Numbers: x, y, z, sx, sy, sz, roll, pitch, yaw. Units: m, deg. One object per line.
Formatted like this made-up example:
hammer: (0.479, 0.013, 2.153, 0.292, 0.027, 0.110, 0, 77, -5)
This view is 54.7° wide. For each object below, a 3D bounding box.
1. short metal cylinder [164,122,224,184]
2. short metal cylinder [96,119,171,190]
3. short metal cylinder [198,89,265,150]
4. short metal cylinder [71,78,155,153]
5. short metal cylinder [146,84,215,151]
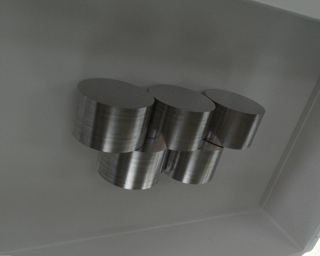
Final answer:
short metal cylinder: (0.040, 0.030, 0.411, 0.081, 0.080, 0.050, 1, 118, -29)
short metal cylinder: (-0.032, 0.029, 0.371, 0.081, 0.080, 0.050, 1, 118, -29)
short metal cylinder: (0.091, -0.013, 0.412, 0.081, 0.080, 0.050, 2, 118, -29)
short metal cylinder: (-0.051, -0.016, 0.333, 0.081, 0.080, 0.050, 1, 118, -29)
short metal cylinder: (0.020, -0.014, 0.373, 0.081, 0.080, 0.050, 1, 118, -29)
